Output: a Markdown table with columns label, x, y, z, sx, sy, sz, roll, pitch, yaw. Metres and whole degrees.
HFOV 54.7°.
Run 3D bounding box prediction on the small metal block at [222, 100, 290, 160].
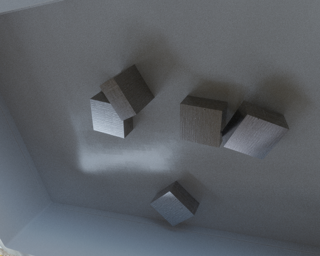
| label | x | y | z | sx | sy | sz | roll | pitch | yaw |
| --- | --- | --- | --- | --- | --- | --- | --- | --- | --- |
| small metal block | 0.104 | 0.003 | 0.344 | 0.050 | 0.025 | 0.050 | 18 | 129 | -11 |

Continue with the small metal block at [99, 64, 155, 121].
| label | x | y | z | sx | sy | sz | roll | pitch | yaw |
| --- | --- | --- | --- | --- | --- | --- | --- | --- | --- |
| small metal block | -0.039 | -0.045 | 0.384 | 0.025 | 0.050 | 0.050 | -21 | 107 | 36 |

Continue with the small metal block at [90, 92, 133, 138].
| label | x | y | z | sx | sy | sz | roll | pitch | yaw |
| --- | --- | --- | --- | --- | --- | --- | --- | --- | --- |
| small metal block | -0.066 | -0.018 | 0.431 | 0.050 | 0.025 | 0.050 | 14 | 124 | 20 |

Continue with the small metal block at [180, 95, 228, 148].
| label | x | y | z | sx | sy | sz | roll | pitch | yaw |
| --- | --- | --- | --- | --- | --- | --- | --- | --- | --- |
| small metal block | 0.052 | -0.008 | 0.375 | 0.050 | 0.025 | 0.050 | 12 | 124 | 21 |

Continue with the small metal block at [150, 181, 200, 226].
| label | x | y | z | sx | sy | sz | roll | pitch | yaw |
| --- | --- | --- | --- | --- | --- | --- | --- | --- | --- |
| small metal block | 0.022 | 0.114 | 0.467 | 0.050 | 0.025 | 0.050 | 45 | 129 | -4 |
